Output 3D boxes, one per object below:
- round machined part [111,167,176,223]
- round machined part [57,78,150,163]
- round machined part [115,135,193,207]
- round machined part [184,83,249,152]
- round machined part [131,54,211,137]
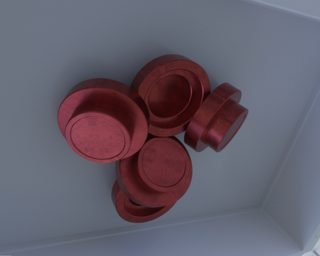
[{"bbox_3d":[-0.021,0.082,0.434,0.099,0.042,0.097,-14,124,-21],"label":"round machined part"},{"bbox_3d":[-0.062,-0.001,0.333,0.099,0.042,0.097,3,126,4],"label":"round machined part"},{"bbox_3d":[-0.002,0.048,0.387,0.099,0.098,0.042,-6,166,-25],"label":"round machined part"},{"bbox_3d":[0.078,-0.007,0.405,0.098,0.042,0.098,-44,158,-23],"label":"round machined part"},{"bbox_3d":[0.008,-0.041,0.373,0.099,0.042,0.097,-14,124,-21],"label":"round machined part"}]
